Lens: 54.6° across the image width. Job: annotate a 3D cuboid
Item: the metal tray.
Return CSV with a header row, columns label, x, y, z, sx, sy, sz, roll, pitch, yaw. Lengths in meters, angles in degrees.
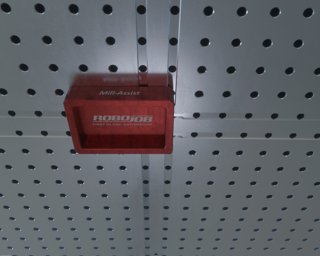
label,x,y,z,sx,sy,sz,roll,pitch,yaw
metal tray,-0.048,-0.008,0.400,0.131,0.030,0.089,0,130,0
